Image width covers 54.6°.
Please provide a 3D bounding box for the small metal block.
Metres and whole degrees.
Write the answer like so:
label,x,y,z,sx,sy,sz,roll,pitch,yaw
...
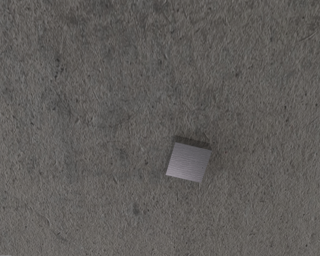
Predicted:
label,x,y,z,sx,sy,sz,roll,pitch,yaw
small metal block,0.038,0.042,0.426,0.050,0.025,0.050,13,110,-5
